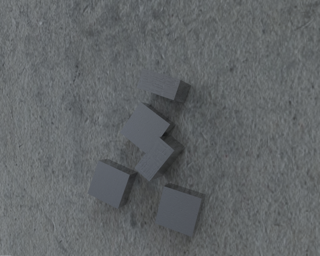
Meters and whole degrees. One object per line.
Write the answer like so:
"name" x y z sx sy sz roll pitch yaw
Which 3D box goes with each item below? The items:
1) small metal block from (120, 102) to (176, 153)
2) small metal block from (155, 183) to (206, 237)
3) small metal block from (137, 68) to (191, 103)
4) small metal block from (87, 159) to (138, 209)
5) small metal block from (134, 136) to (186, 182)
"small metal block" -0.016 0.001 0.414 0.050 0.025 0.050 38 102 15
"small metal block" 0.026 0.104 0.399 0.050 0.025 0.050 15 95 19
"small metal block" 0.006 -0.053 0.393 0.050 0.050 0.025 20 97 18
"small metal block" -0.066 0.076 0.431 0.050 0.025 0.050 22 97 18
"small metal block" 0.001 0.037 0.395 0.025 0.050 0.050 41 103 15
